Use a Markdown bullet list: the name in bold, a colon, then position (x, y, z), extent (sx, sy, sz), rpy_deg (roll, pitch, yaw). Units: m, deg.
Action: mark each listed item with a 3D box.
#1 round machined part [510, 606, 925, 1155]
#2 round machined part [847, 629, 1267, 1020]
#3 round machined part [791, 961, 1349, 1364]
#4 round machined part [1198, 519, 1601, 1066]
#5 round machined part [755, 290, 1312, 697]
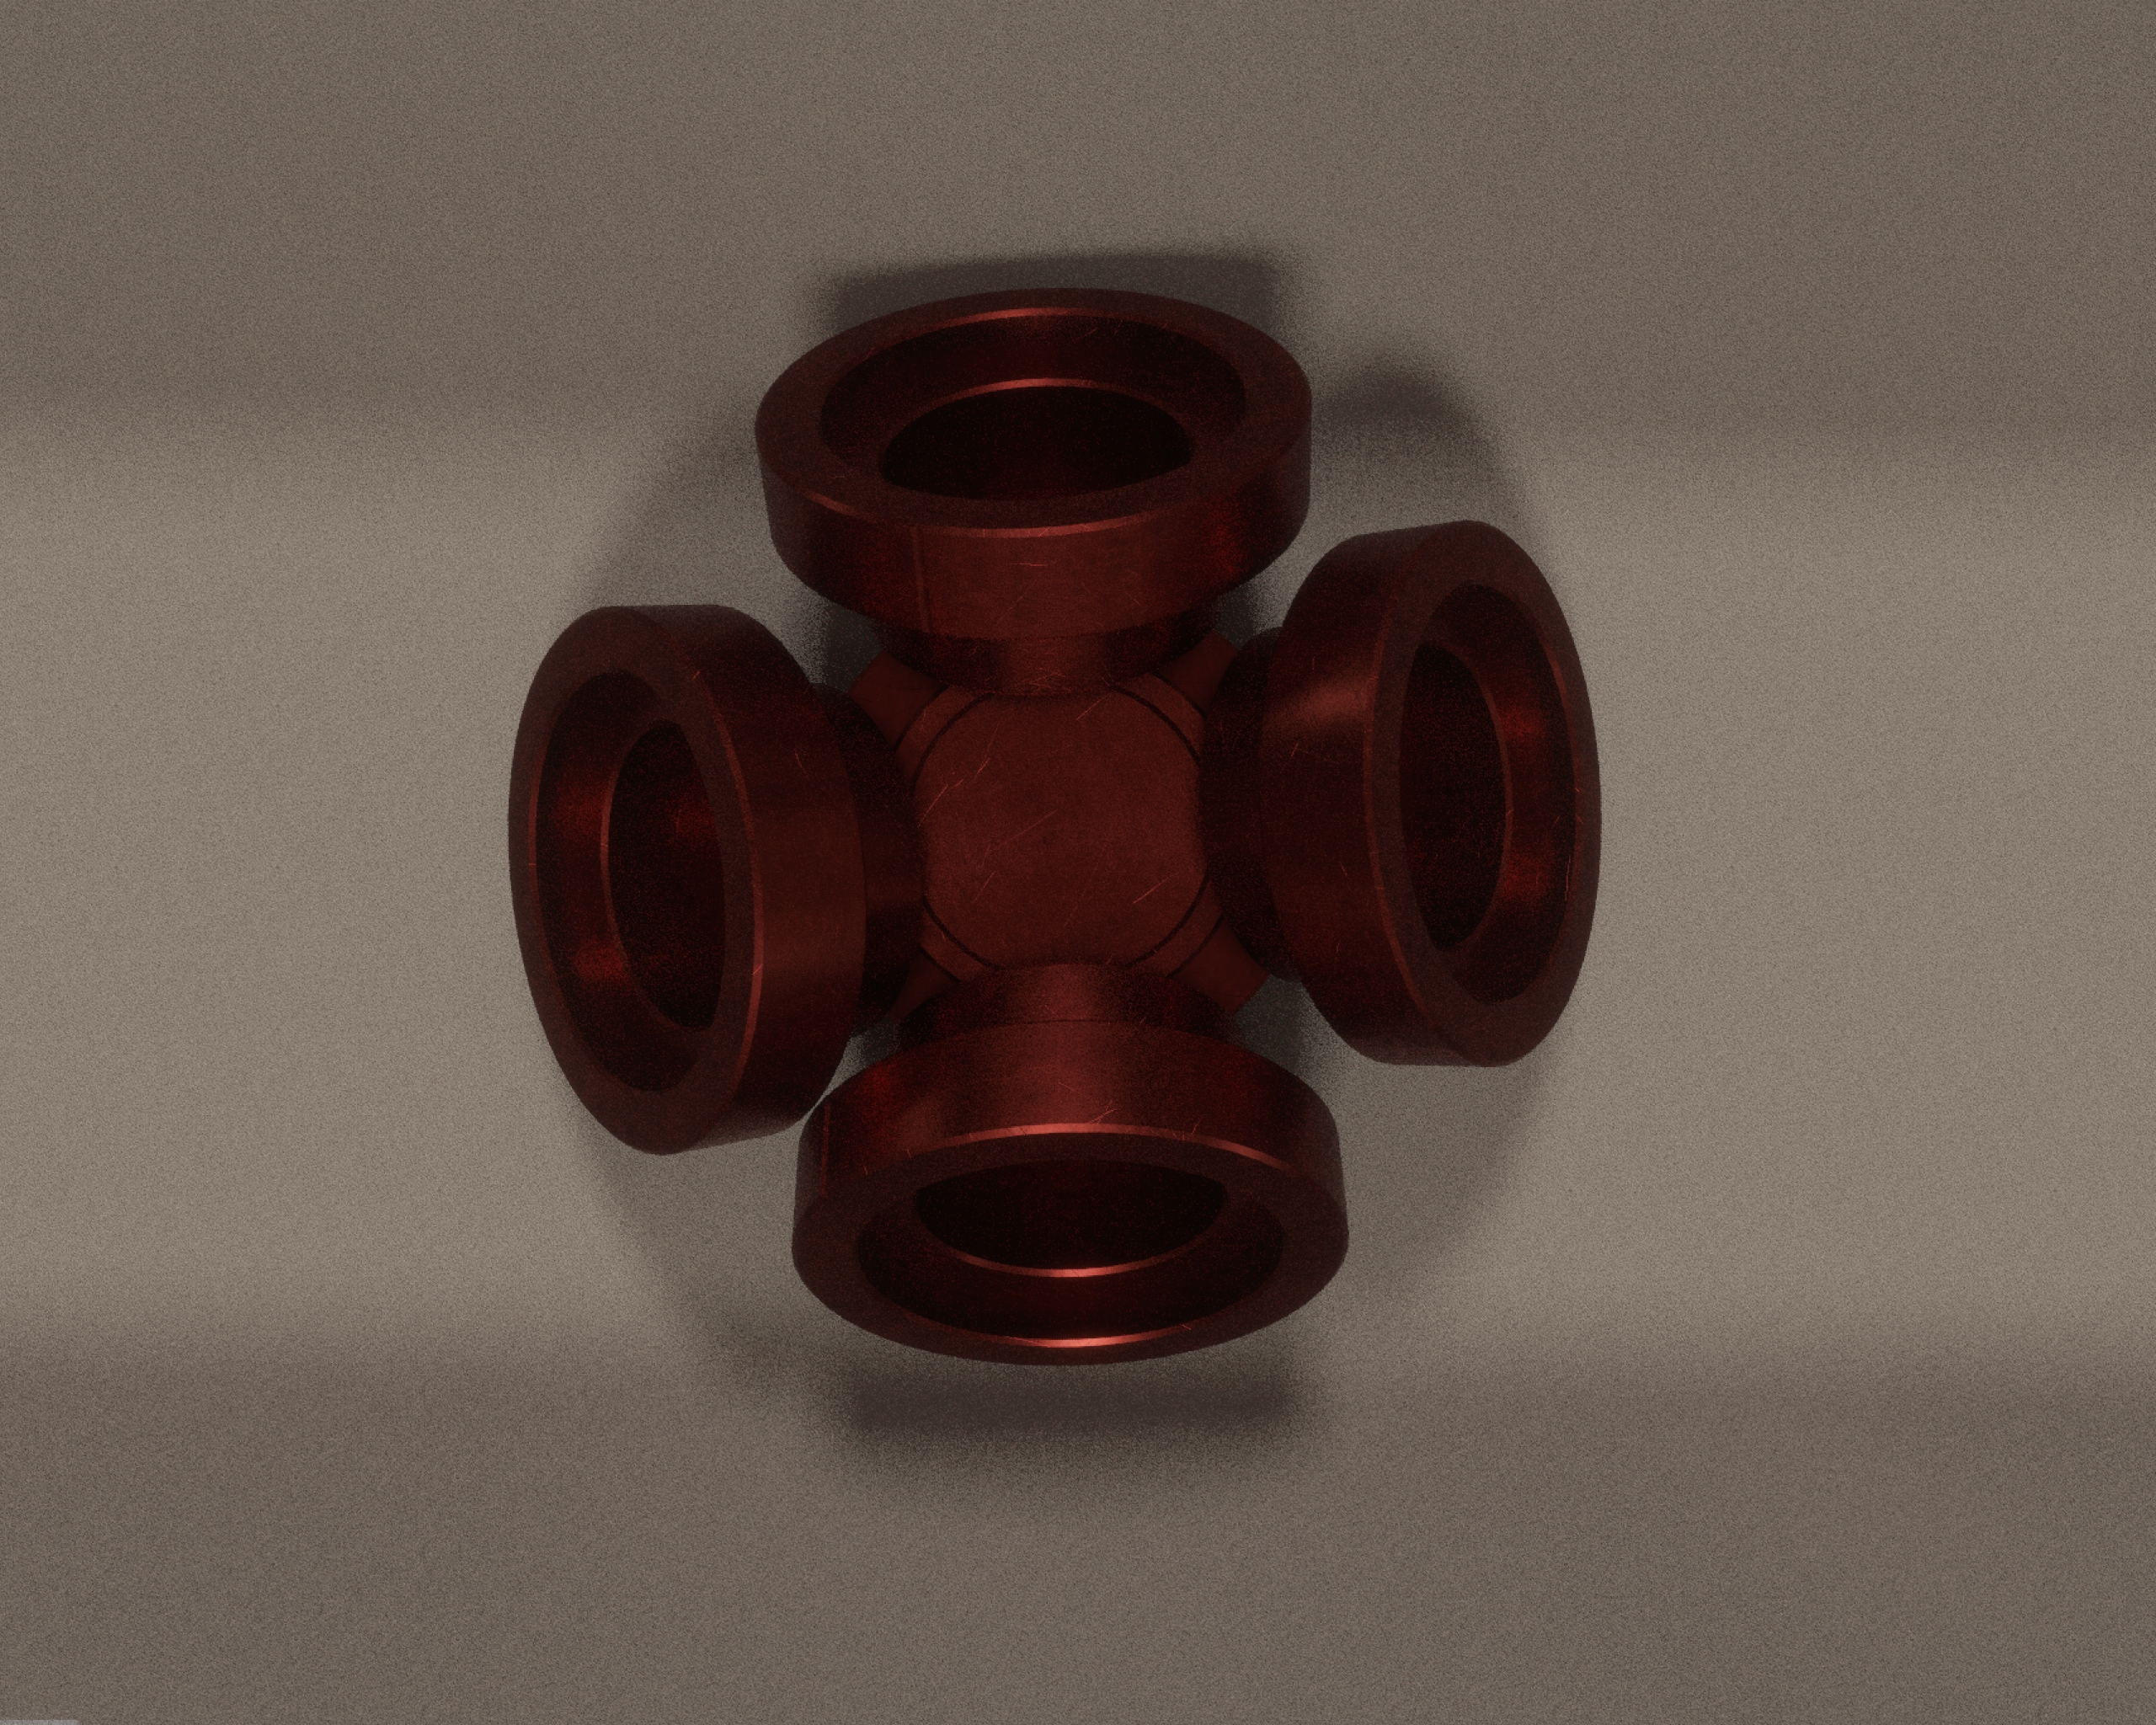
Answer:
- **round machined part**: position (-0.064, 0.002, 0.382), extent (0.042, 0.098, 0.097), rpy_deg (-7, 90, -38)
- **round machined part**: position (-0.003, -0.006, 0.401), extent (0.099, 0.042, 0.097), rpy_deg (0, 90, -1)
- **round machined part**: position (-0.002, 0.054, 0.382), extent (0.099, 0.097, 0.042), rpy_deg (-1, 54, -1)
- **round machined part**: position (0.058, -0.012, 0.384), extent (0.042, 0.099, 0.097), rpy_deg (-3, 90, 36)
- **round machined part**: position (-0.007, -0.066, 0.382), extent (0.099, 0.098, 0.042), rpy_deg (-4, 128, -1)
